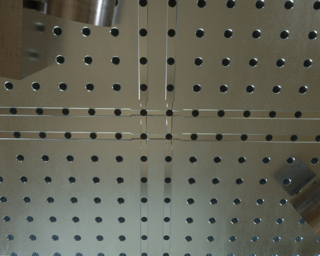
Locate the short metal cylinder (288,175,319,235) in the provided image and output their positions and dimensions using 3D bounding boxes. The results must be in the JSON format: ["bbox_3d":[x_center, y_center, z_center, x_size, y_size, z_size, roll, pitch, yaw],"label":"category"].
[{"bbox_3d":[0.227,0.111,0.427,0.080,0.080,0.050,39,106,-13],"label":"short metal cylinder"}]

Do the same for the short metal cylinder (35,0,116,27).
[{"bbox_3d":[-0.088,-0.143,0.331,0.081,0.080,0.050,12,110,-5],"label":"short metal cylinder"}]

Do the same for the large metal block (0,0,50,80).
[{"bbox_3d":[-0.163,-0.104,0.344,0.050,0.080,0.079,10,110,-4],"label":"large metal block"}]
